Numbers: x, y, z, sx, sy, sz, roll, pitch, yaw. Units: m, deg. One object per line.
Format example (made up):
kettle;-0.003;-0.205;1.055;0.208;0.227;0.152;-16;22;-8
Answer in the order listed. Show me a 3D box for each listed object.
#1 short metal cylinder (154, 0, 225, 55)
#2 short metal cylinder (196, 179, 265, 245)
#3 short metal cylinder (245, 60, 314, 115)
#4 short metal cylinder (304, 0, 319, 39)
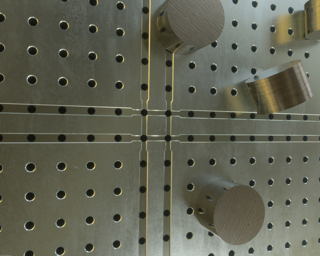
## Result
short metal cylinder;0.038;-0.143;0.413;0.081;0.050;0.079;0;90;-20
short metal cylinder;0.098;0.116;0.436;0.081;0.050;0.079;0;90;-20
short metal cylinder;0.171;-0.059;0.446;0.081;0.080;0.050;-27;99;-18
short metal cylinder;0.270;-0.173;0.482;0.081;0.080;0.050;-3;91;-20
